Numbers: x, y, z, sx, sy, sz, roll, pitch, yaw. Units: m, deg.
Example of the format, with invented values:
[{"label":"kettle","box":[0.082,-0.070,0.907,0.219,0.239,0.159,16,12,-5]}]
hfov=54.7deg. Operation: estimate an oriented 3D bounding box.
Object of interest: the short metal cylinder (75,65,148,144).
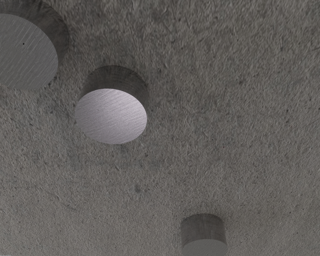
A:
[{"label":"short metal cylinder","box":[-0.055,-0.027,0.367,0.081,0.050,0.079,0,130,0]}]

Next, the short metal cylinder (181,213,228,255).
[{"label":"short metal cylinder","box":[0.079,0.199,0.561,0.081,0.050,0.079,0,130,0]}]

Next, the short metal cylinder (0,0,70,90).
[{"label":"short metal cylinder","box":[-0.139,-0.086,0.316,0.081,0.050,0.079,0,130,0]}]
